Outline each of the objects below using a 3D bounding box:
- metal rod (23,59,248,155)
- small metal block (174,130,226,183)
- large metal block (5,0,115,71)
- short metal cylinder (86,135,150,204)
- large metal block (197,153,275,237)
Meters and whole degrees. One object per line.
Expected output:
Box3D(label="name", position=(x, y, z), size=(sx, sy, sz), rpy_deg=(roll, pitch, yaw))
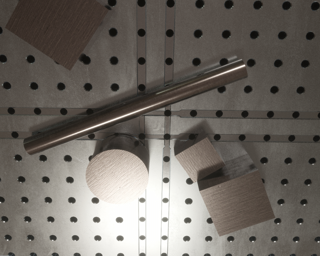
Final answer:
Box3D(label="metal rod", position=(-0.036, -0.025, 0.403), size=(0.301, 0.025, 0.025), rpy_deg=(-20, 109, 6))
Box3D(label="small metal block", position=(0.054, 0.040, 0.429), size=(0.050, 0.025, 0.050), rpy_deg=(-32, 107, 10))
Box3D(label="large metal block", position=(-0.110, -0.125, 0.353), size=(0.080, 0.050, 0.080), rpy_deg=(34, 106, -12))
Box3D(label="short metal cylinder", position=(-0.055, 0.055, 0.420), size=(0.081, 0.050, 0.079), rpy_deg=(0, 110, 0))
Box3D(label="large metal block", position=(0.104, 0.094, 0.436), size=(0.080, 0.050, 0.080), rpy_deg=(-22, 109, 7))
